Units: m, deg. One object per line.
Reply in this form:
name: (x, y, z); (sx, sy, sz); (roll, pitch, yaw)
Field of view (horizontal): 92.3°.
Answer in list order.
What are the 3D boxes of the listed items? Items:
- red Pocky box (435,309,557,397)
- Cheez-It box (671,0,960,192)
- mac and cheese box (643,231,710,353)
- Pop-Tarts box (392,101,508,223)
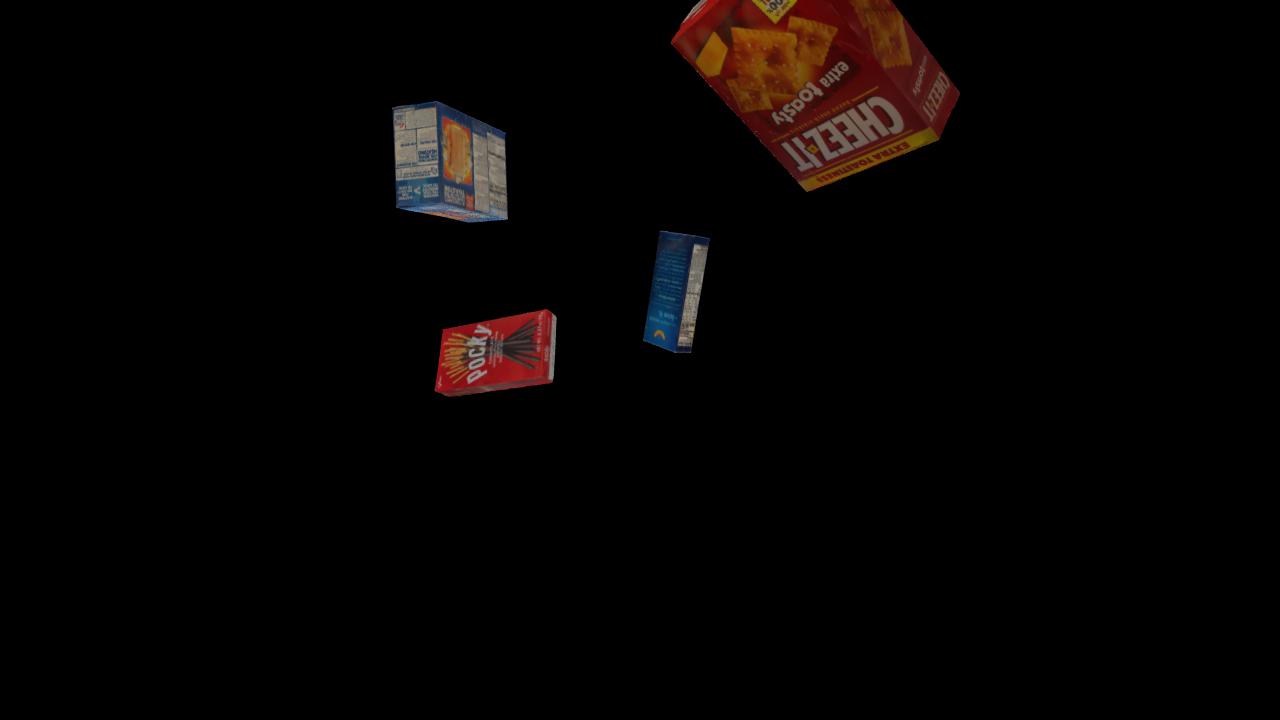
red Pocky box: (-0.170, -0.006, 0.719); (0.155, 0.083, 0.028); (-9, -20, 24)
Cheez-It box: (0.161, -0.277, 0.585); (0.223, 0.071, 0.166); (37, -19, -23)
mac and cheese box: (0.057, -0.111, 0.991); (0.041, 0.184, 0.093); (1, 14, -36)
Pop-Tarts box: (-0.280, -0.289, 0.925); (0.083, 0.141, 0.167); (1, 5, 22)
